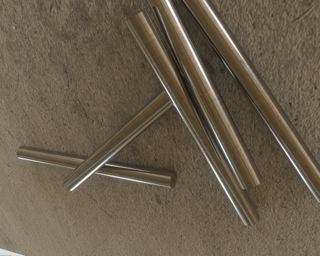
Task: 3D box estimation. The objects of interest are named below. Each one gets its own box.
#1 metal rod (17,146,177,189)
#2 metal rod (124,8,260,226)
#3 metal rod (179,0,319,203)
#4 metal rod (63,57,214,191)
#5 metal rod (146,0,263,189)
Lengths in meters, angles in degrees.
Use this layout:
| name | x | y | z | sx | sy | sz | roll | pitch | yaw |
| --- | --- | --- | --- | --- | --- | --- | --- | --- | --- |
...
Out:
| name | x | y | z | sx | sy | sz | roll | pitch | yaw |
| --- | --- | --- | --- | --- | --- | --- | --- | --- | --- |
| metal rod | -0.116 | 0.059 | 0.504 | 0.301 | 0.025 | 0.025 | 6 | 121 | 25 |
| metal rod | 0.049 | 0.006 | 0.358 | 0.025 | 0.025 | 0.299 | -15 | 119 | 34 |
| metal rod | 0.100 | -0.041 | 0.328 | 0.025 | 0.025 | 0.300 | -29 | 103 | 37 |
| metal rod | -0.047 | 0.010 | 0.419 | 0.025 | 0.025 | 0.299 | 47 | 123 | -5 |
| metal rod | 0.029 | -0.073 | 0.316 | 0.025 | 0.025 | 0.299 | -24 | 97 | 36 |
